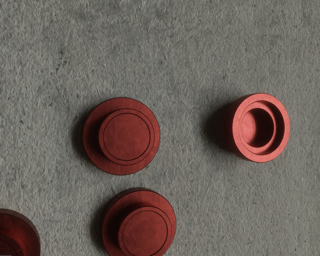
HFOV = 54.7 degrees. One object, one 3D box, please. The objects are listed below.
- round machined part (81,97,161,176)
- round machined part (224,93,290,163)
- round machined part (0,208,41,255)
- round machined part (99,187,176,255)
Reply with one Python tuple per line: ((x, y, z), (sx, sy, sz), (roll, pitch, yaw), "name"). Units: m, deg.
((-0.045, 0.010, 0.383), (0.099, 0.042, 0.097), (0, 90, -20), "round machined part")
((0.135, -0.001, 0.449), (0.099, 0.042, 0.097), (0, 90, -20), "round machined part")
((-0.181, 0.140, 0.333), (0.099, 0.042, 0.097), (0, 90, -20), "round machined part")
((-0.024, 0.127, 0.391), (0.099, 0.042, 0.097), (0, 90, -20), "round machined part")
